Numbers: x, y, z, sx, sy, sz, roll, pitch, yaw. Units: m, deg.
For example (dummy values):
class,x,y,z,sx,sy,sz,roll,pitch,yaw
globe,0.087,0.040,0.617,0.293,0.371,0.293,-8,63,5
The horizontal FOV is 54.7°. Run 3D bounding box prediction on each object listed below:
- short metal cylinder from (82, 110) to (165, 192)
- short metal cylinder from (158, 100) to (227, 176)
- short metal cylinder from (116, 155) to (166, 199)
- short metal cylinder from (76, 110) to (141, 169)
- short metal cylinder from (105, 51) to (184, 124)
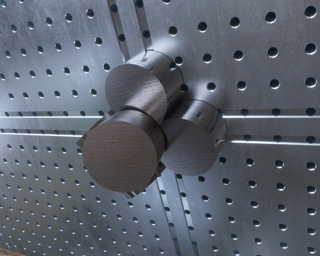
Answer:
class,x,y,z,sx,sy,sz,roll,pitch,yaw
short metal cylinder,-0.038,0.024,0.345,0.080,0.050,0.079,2,106,9
short metal cylinder,0.037,0.012,0.381,0.080,0.050,0.079,13,124,20
short metal cylinder,-0.032,0.049,0.421,0.050,0.080,0.080,47,129,-5
short metal cylinder,-0.065,0.012,0.415,0.050,0.080,0.080,47,129,-5
short metal cylinder,-0.018,-0.047,0.373,0.080,0.050,0.079,13,124,20
